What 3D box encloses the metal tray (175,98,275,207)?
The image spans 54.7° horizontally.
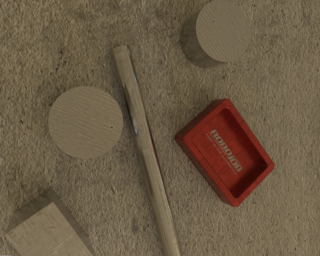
[{"bbox_3d":[0.094,0.035,0.440,0.090,0.030,0.130,-41,103,-15],"label":"metal tray"}]

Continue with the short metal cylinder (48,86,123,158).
[{"bbox_3d":[-0.088,-0.007,0.363,0.081,0.050,0.079,0,90,-20],"label":"short metal cylinder"}]

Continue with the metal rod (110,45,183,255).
[{"bbox_3d":[-0.014,0.043,0.403,0.025,0.025,0.298,-16,96,-19],"label":"metal rod"}]

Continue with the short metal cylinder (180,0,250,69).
[{"bbox_3d":[0.074,-0.125,0.423,0.081,0.050,0.079,0,90,-20],"label":"short metal cylinder"}]

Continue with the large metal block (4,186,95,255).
[{"bbox_3d":[-0.116,0.118,0.337,0.050,0.080,0.080,-35,102,-17],"label":"large metal block"}]
